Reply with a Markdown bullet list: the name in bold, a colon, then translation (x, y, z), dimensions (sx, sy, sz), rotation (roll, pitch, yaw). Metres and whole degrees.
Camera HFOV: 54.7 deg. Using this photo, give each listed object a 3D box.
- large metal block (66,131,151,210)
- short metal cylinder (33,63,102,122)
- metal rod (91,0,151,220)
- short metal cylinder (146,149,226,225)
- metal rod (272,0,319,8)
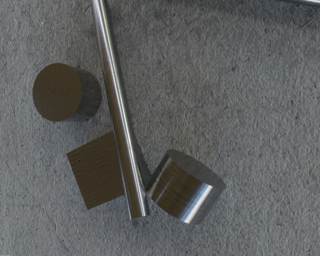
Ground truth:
- **large metal block**: translation (-0.067, 0.054, 0.419), dimensions (0.080, 0.050, 0.080), rotation (-26, 82, 18)
- **short metal cylinder**: translation (-0.131, -0.048, 0.442), dimensions (0.080, 0.050, 0.079), rotation (0, 90, 20)
- **metal rod**: translation (-0.054, -0.038, 0.394), dimensions (0.025, 0.025, 0.299), rotation (-19, 71, 19)
- **short metal cylinder**: translation (0.030, 0.068, 0.369), dimensions (0.080, 0.080, 0.050), rotation (34, 101, 16)
- **metal rod**: translation (0.071, -0.184, 0.383), dimensions (0.301, 0.025, 0.025), rotation (19, 96, 19)
